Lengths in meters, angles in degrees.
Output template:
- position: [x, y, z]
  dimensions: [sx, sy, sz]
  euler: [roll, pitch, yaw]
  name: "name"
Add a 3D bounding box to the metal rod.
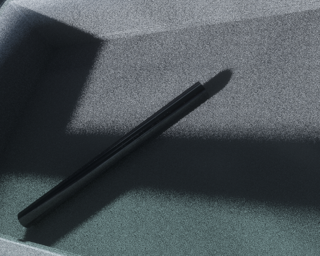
- position: [-0.064, 0.037, 0.414]
  dimensions: [0.300, 0.025, 0.025]
  euler: [-36, 51, 3]
  name: "metal rod"
